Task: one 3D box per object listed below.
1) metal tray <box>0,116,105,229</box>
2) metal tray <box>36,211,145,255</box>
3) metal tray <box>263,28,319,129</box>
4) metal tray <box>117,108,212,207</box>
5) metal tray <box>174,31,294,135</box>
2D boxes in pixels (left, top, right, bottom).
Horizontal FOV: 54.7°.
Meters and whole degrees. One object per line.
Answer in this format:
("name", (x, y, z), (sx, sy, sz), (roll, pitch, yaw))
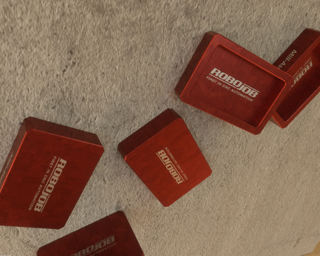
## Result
("metal tray", (-0.135, 0.058, 0.366), (0.091, 0.030, 0.129), (19, 109, -36))
("metal tray", (-0.094, 0.179, 0.424), (0.131, 0.090, 0.030), (-22, 127, -15))
("metal tray", (0.206, -0.072, 0.470), (0.130, 0.030, 0.090), (-48, 129, 6))
("metal tray", (0.012, 0.046, 0.438), (0.090, 0.030, 0.130), (-36, 129, -4))
("metal tray", (0.096, -0.055, 0.401), (0.131, 0.030, 0.090), (23, 107, -21))
